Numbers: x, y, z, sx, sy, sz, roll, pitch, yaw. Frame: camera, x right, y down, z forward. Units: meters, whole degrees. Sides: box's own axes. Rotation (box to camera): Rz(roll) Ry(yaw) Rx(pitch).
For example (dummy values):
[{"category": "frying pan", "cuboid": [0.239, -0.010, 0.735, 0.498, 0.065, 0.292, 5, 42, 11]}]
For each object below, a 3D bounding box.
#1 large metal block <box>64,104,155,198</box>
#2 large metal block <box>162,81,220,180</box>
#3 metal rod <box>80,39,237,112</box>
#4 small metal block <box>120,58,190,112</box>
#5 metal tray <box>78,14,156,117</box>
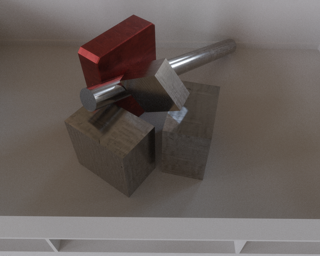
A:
[{"category": "large metal block", "cuboid": [-0.053, 0.021, 0.351, 0.080, 0.080, 0.050, 29, 56, 22]}, {"category": "large metal block", "cuboid": [0.036, 0.003, 0.367, 0.050, 0.080, 0.080, 10, 51, 8]}, {"category": "metal rod", "cuboid": [0.022, -0.083, 0.415, 0.025, 0.025, 0.302, 34, 41, 25]}, {"category": "small metal block", "cuboid": [-0.005, -0.043, 0.327, 0.050, 0.050, 0.025, 0, 51, 42]}, {"category": "metal tray", "cuboid": [-0.045, -0.061, 0.385, 0.030, 0.129, 0.090, 33, 58, 25]}]
